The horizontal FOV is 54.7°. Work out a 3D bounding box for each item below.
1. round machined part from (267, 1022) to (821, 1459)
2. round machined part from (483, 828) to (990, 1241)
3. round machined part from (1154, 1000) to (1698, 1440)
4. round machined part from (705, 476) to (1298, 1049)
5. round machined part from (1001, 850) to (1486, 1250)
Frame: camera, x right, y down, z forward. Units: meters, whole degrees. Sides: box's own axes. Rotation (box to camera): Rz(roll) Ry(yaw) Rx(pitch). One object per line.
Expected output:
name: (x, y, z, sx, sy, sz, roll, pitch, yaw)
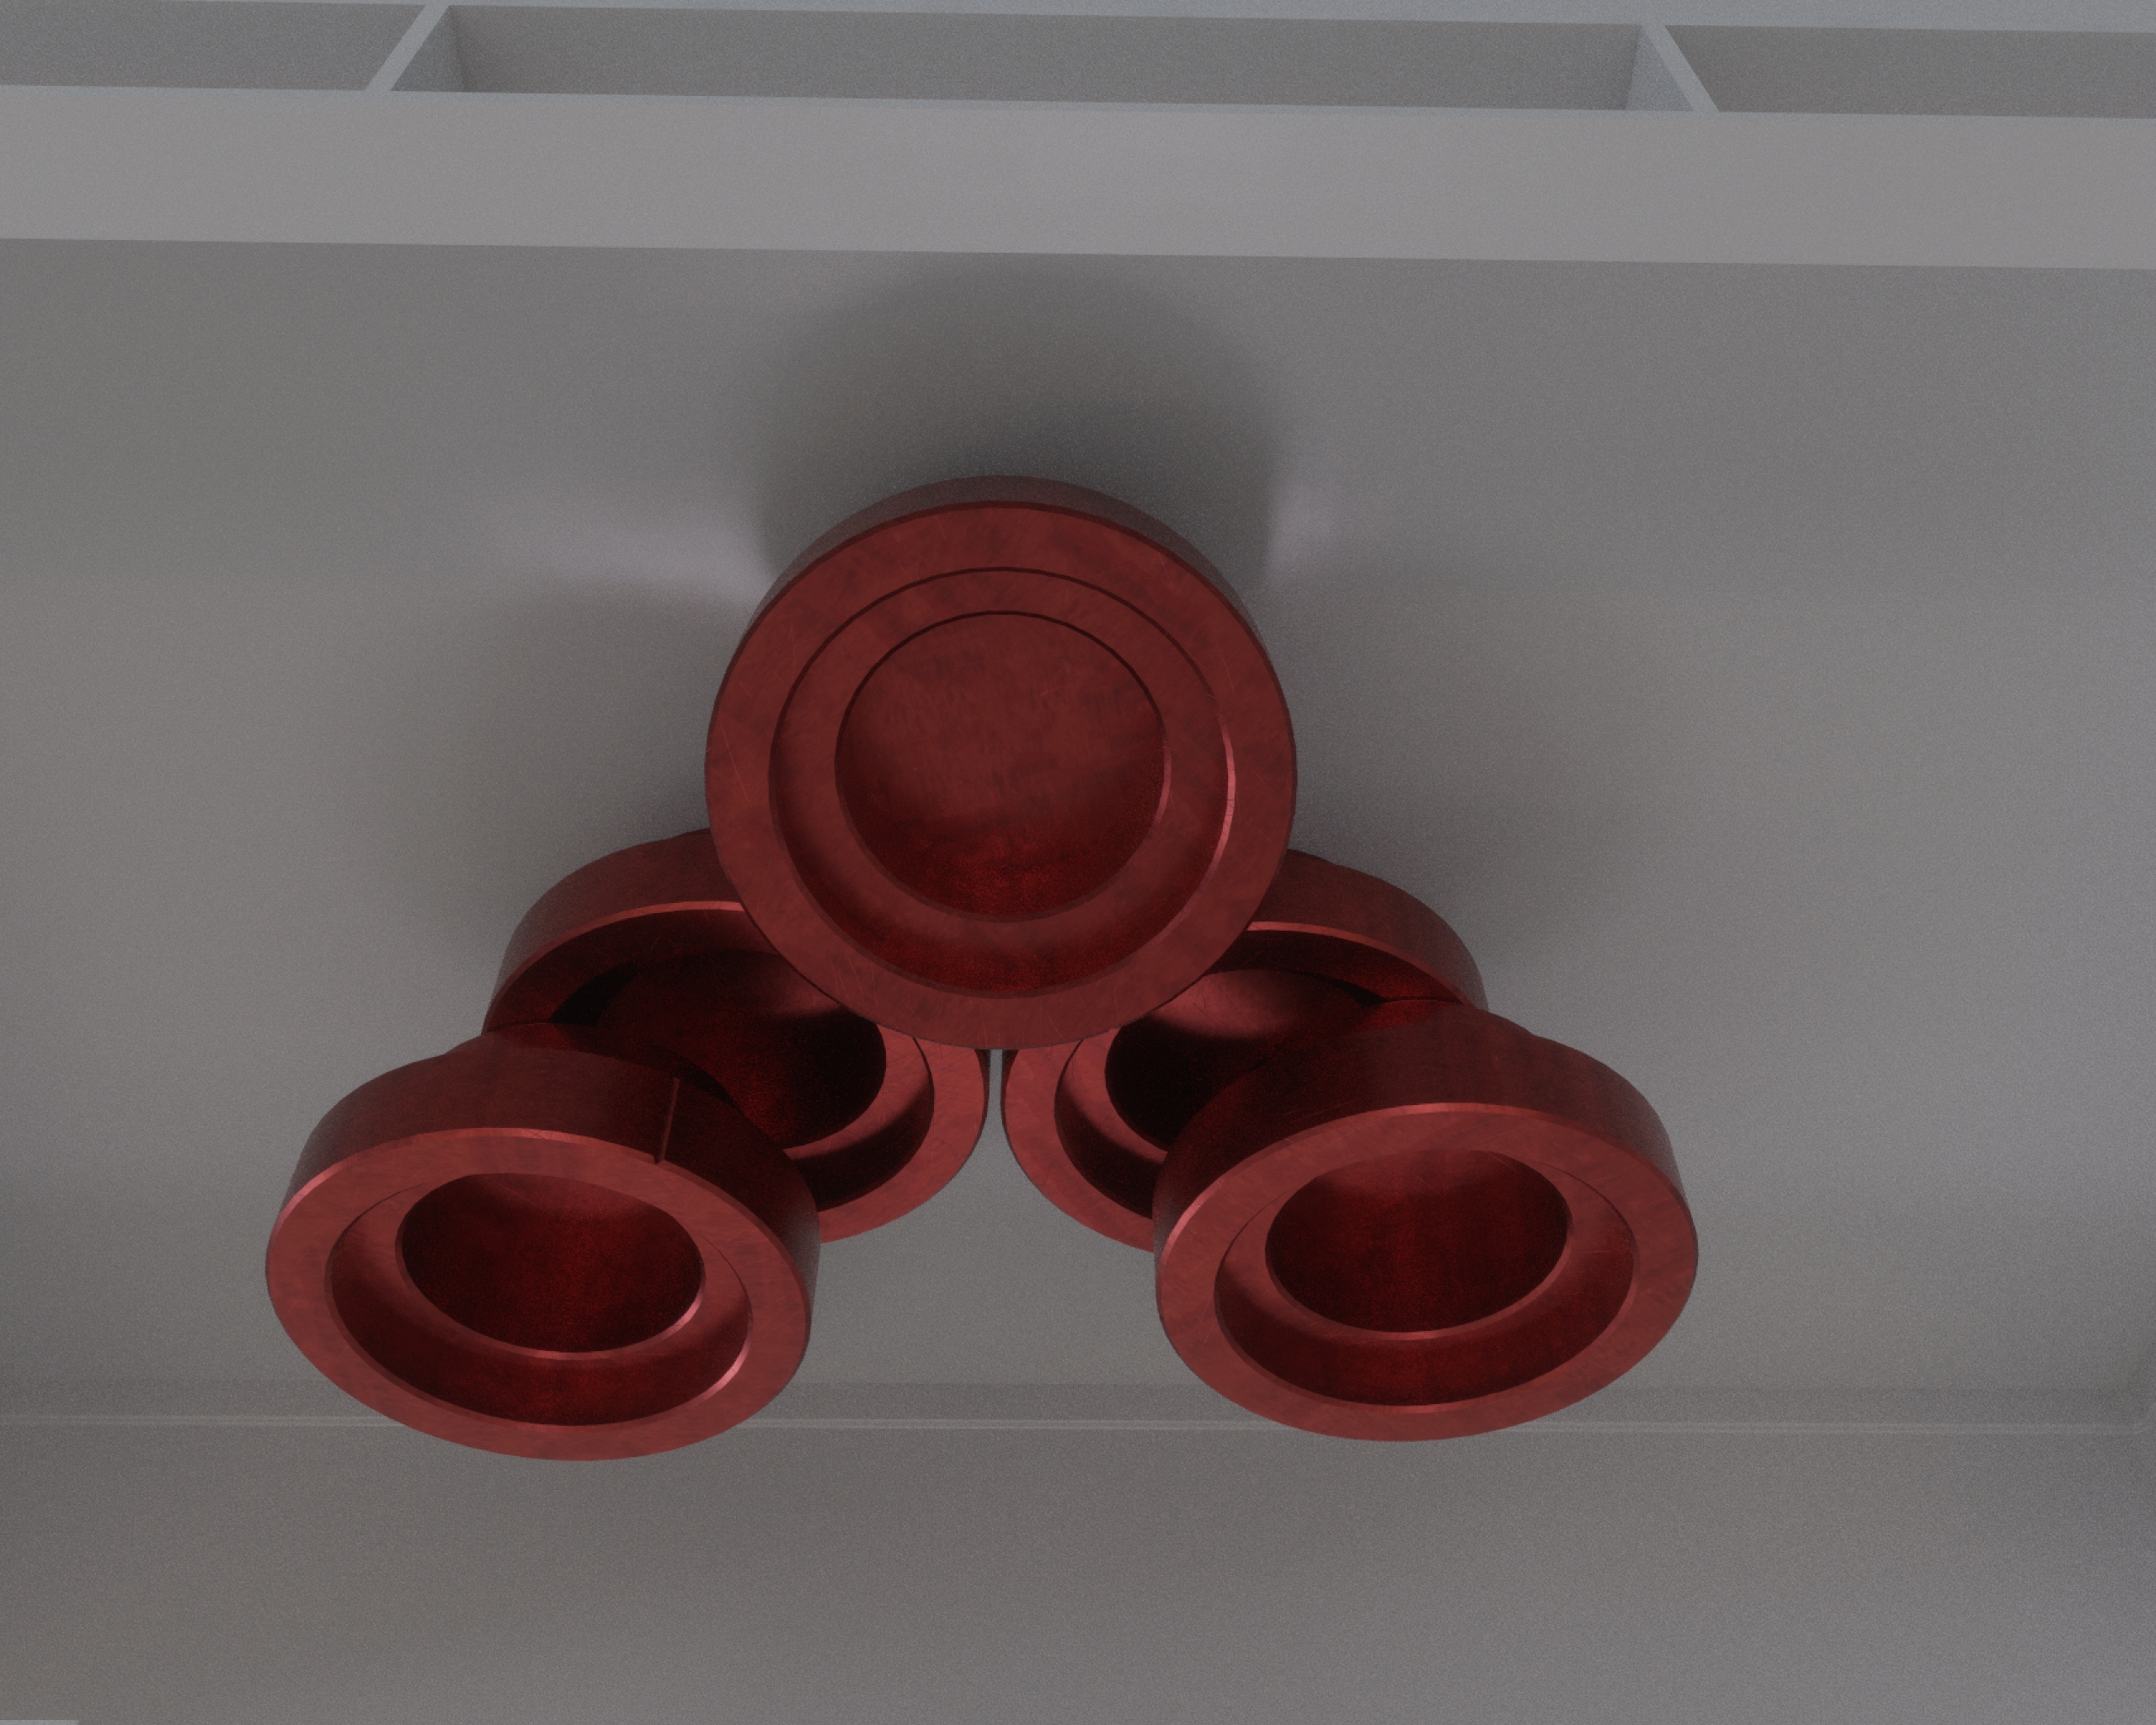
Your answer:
round machined part: (-0.098, 0.069, 0.399, 0.099, 0.042, 0.097, 0, 130, 0)
round machined part: (-0.067, 0.031, 0.422, 0.099, 0.042, 0.097, 0, 130, 0)
round machined part: (0.063, 0.064, 0.397, 0.099, 0.042, 0.097, 0, 130, 0)
round machined part: (-0.013, -0.020, 0.366, 0.099, 0.042, 0.097, -1, 112, -1)
round machined part: (0.034, 0.035, 0.426, 0.099, 0.042, 0.097, 0, 130, 0)
